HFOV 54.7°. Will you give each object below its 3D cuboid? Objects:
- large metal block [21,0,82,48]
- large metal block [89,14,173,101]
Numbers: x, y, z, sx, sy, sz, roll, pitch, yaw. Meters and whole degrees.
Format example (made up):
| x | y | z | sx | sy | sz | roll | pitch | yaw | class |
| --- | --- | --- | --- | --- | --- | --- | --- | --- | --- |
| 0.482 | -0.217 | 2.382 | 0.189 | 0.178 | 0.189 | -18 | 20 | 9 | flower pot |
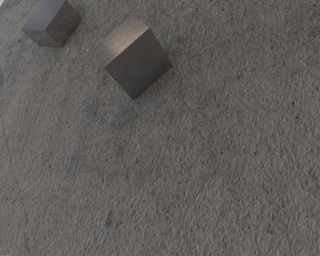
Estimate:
| x | y | z | sx | sy | sz | roll | pitch | yaw | class |
| --- | --- | --- | --- | --- | --- | --- | --- | --- | --- |
| -0.222 | -0.215 | 0.637 | 0.080 | 0.050 | 0.080 | 14 | 69 | 34 | large metal block |
| -0.040 | -0.100 | 0.451 | 0.080 | 0.080 | 0.050 | -42 | 51 | -1 | large metal block |
